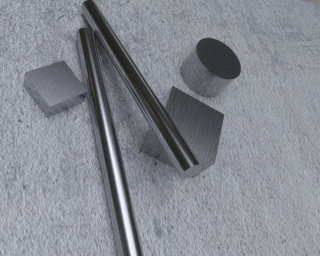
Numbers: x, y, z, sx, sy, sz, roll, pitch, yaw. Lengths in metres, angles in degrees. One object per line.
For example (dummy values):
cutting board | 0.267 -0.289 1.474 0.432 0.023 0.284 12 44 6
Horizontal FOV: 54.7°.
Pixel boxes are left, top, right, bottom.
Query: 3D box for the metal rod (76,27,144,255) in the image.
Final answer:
metal rod | -0.065 0.002 0.368 0.025 0.025 0.299 -2 63 -30

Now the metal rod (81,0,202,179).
metal rod | -0.037 -0.067 0.385 0.025 0.025 0.299 -10 54 -33

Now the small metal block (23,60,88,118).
small metal block | -0.124 -0.047 0.367 0.050 0.025 0.050 -31 79 -38

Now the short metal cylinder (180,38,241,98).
short metal cylinder | 0.080 -0.095 0.491 0.081 0.050 0.080 14 56 -21

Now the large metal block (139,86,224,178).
large metal block | 0.030 0.005 0.402 0.080 0.050 0.080 28 52 -11
